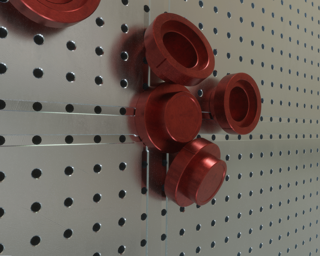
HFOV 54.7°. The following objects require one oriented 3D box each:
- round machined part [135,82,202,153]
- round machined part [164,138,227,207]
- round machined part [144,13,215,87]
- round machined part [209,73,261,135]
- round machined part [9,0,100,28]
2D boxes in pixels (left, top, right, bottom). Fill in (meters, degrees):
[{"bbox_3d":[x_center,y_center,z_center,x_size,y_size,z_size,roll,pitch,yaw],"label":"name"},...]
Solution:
[{"bbox_3d":[0.019,-0.014,0.416,0.099,0.042,0.097,0,90,-40],"label":"round machined part"},{"bbox_3d":[0.055,0.066,0.422,0.099,0.042,0.097,-31,135,-36],"label":"round machined part"},{"bbox_3d":[0.021,-0.096,0.402,0.099,0.042,0.098,19,56,-29],"label":"round machined part"},{"bbox_3d":[0.118,-0.038,0.500,0.099,0.042,0.097,0,90,-40],"label":"round machined part"},{"bbox_3d":[-0.110,-0.149,0.307,0.099,0.042,0.097,0,90,-40],"label":"round machined part"}]
